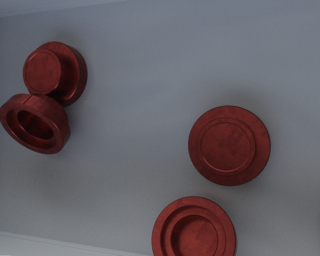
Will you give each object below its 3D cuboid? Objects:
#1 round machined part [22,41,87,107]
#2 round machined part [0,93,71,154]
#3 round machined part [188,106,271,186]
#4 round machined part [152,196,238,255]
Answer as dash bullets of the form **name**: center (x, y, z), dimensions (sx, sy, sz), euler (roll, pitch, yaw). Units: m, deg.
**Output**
- **round machined part**: center (-0.161, -0.080, 0.458), dimensions (0.098, 0.042, 0.097), euler (0, 90, 20)
- **round machined part**: center (-0.173, -0.011, 0.445), dimensions (0.098, 0.042, 0.097), euler (12, 135, 12)
- **round machined part**: center (0.081, 0.022, 0.373), dimensions (0.098, 0.042, 0.097), euler (0, 90, 20)
- **round machined part**: center (0.043, 0.136, 0.373), dimensions (0.098, 0.042, 0.098), euler (-7, 62, 15)
